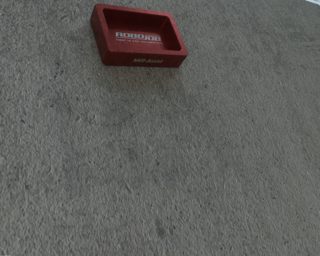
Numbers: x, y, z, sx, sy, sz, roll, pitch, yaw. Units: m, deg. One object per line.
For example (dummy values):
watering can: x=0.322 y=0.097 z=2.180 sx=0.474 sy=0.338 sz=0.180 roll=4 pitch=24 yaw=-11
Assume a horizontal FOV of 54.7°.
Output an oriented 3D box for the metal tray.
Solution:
metal tray: x=-0.030 y=-0.137 z=0.467 sx=0.131 sy=0.030 sz=0.090 roll=-5 pitch=64 yaw=-30
